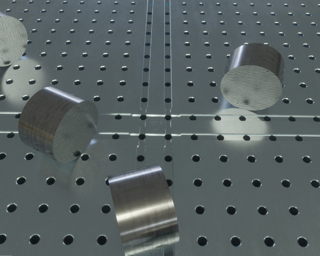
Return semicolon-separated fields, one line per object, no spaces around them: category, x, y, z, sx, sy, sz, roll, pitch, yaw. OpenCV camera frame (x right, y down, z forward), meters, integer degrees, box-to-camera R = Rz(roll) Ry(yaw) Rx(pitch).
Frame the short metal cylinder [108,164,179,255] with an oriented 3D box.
short metal cylinder;-0.018;0.080;0.305;0.050;0.080;0.080;-13;51;-11

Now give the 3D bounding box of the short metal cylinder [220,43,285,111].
short metal cylinder;0.130;-0.070;0.433;0.080;0.080;0.050;14;52;11

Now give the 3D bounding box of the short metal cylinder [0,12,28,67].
short metal cylinder;-0.261;-0.144;0.490;0.050;0.080;0.080;27;55;20

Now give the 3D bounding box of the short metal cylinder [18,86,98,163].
short metal cylinder;-0.120;-0.004;0.374;0.050;0.080;0.080;23;54;18
